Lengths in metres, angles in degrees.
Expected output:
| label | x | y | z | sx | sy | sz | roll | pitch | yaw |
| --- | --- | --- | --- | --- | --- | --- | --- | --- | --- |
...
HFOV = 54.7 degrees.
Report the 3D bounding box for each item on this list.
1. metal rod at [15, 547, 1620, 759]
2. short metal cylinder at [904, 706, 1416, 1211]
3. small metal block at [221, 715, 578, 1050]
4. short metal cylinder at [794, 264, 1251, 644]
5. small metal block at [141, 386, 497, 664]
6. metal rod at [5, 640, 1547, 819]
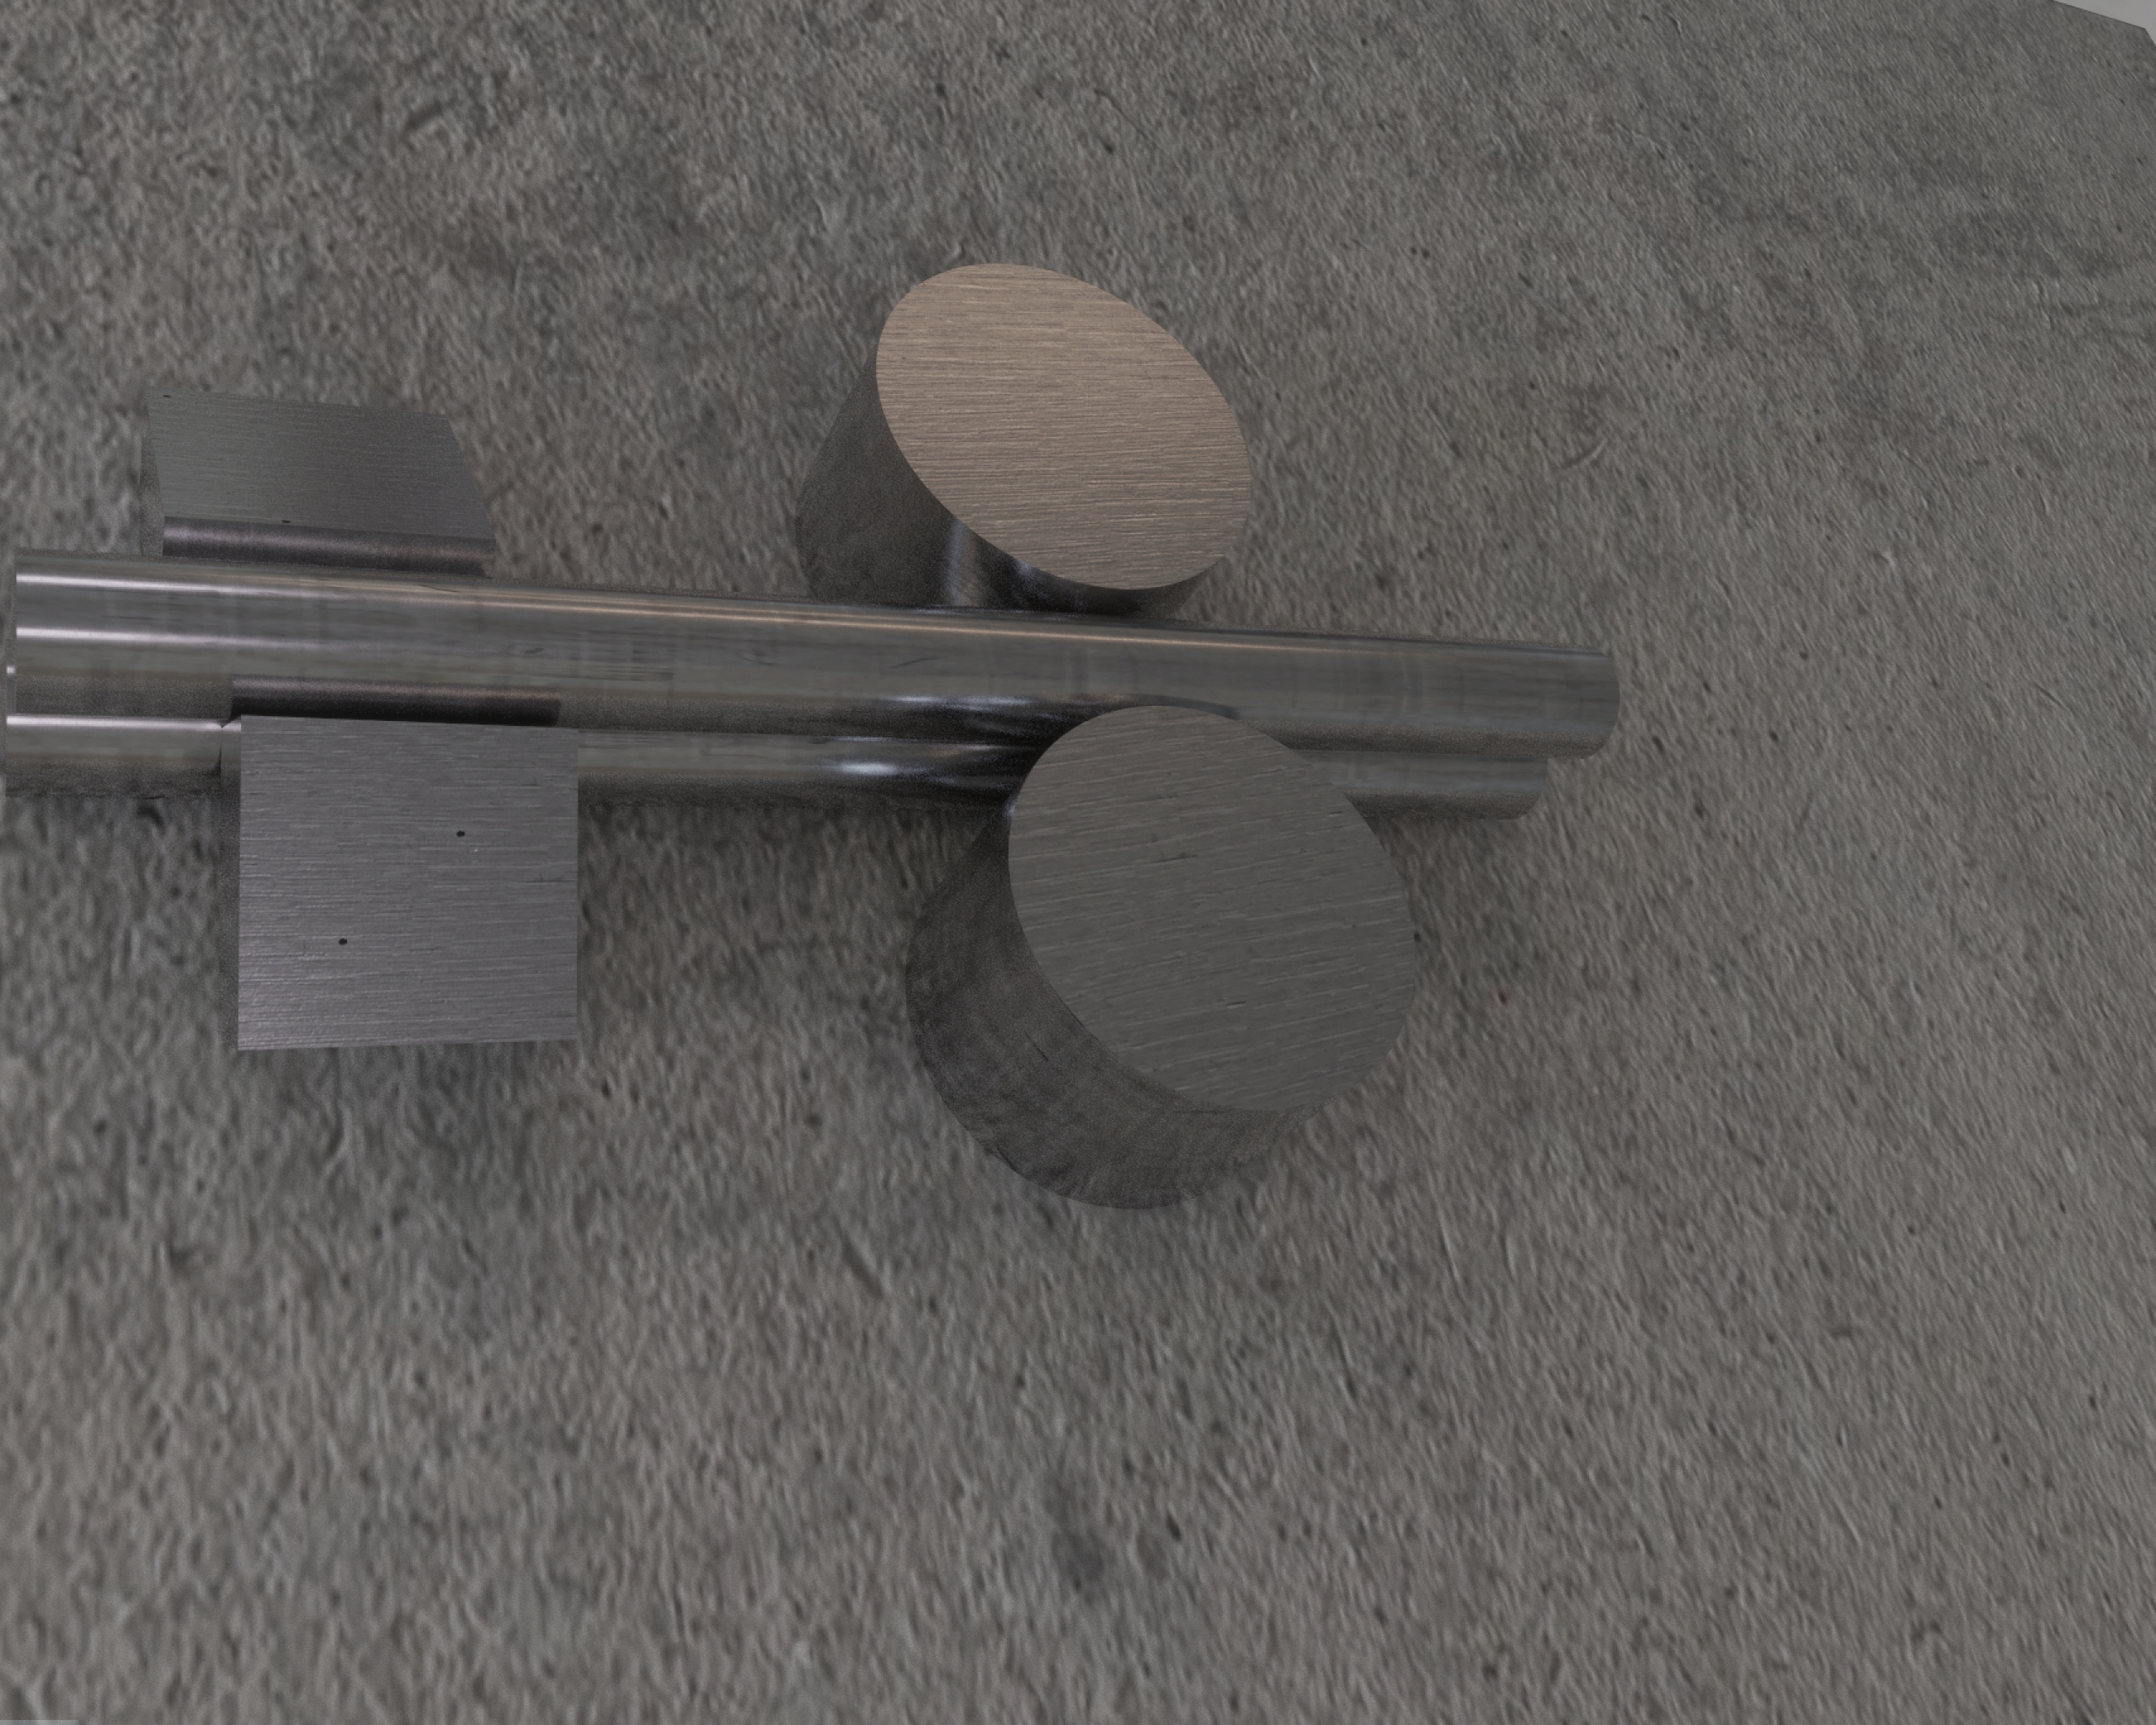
| label | x | y | z | sx | sy | sz | roll | pitch | yaw |
| --- | --- | --- | --- | --- | --- | --- | --- | --- | --- |
| metal rod | -0.025 | -0.035 | 0.381 | 0.303 | 0.025 | 0.025 | 0 | 62 | -28 |
| short metal cylinder | 0.014 | 0.018 | 0.386 | 0.081 | 0.050 | 0.080 | 14 | 56 | -21 |
| small metal block | -0.108 | 0.003 | 0.332 | 0.050 | 0.025 | 0.050 | 1 | 88 | -29 |
| short metal cylinder | -0.012 | -0.075 | 0.428 | 0.081 | 0.050 | 0.080 | 14 | 56 | -21 |
| small metal block | -0.131 | -0.057 | 0.357 | 0.050 | 0.025 | 0.050 | 0 | 35 | -28 |
| metal rod | -0.035 | -0.022 | 0.400 | 0.303 | 0.025 | 0.025 | 0 | 62 | -28 |
